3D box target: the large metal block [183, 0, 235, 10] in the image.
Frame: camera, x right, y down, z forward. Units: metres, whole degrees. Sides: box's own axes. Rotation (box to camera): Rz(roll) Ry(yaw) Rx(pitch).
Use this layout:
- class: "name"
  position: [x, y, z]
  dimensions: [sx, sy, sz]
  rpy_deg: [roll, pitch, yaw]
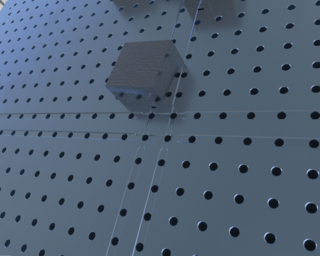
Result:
- class: "large metal block"
  position: [0.082, -0.243, 0.499]
  dimensions: [0.080, 0.050, 0.080]
  rpy_deg: [4, 64, 30]

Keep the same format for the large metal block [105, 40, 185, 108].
- class: "large metal block"
  position: [-0.020, -0.079, 0.452]
  dimensions: [0.080, 0.050, 0.080]
  rpy_deg: [6, 65, 31]
